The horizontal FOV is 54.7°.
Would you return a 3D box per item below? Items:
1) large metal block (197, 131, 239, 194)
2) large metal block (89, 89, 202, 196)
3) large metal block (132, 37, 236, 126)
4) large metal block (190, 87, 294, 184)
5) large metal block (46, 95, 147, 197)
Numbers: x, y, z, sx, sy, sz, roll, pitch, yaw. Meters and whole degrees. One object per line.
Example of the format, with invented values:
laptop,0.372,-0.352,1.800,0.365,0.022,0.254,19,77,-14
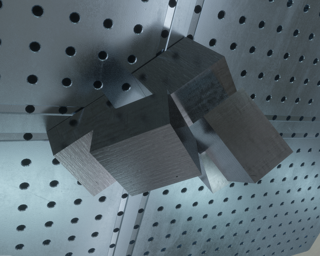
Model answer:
large metal block,0.064,0.029,0.428,0.050,0.080,0.080,-30,129,-10
large metal block,-0.012,0.018,0.316,0.080,0.050,0.080,-20,131,15
large metal block,0.026,-0.052,0.357,0.080,0.080,0.050,-36,129,-5
large metal block,0.081,0.012,0.337,0.050,0.080,0.080,-37,87,-10
large metal block,-0.072,0.021,0.369,0.080,0.050,0.080,-34,129,-6
